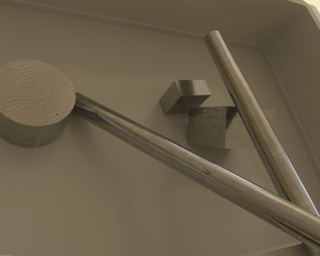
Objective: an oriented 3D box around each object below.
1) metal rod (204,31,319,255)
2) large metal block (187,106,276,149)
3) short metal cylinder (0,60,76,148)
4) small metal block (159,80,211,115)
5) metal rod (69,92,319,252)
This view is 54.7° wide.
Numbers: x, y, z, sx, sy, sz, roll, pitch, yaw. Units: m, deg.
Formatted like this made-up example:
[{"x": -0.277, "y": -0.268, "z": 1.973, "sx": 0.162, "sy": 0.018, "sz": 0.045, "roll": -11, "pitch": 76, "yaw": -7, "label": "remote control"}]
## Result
[{"x": 0.107, "y": -0.002, "z": 0.338, "sx": 0.025, "sy": 0.025, "sz": 0.299, "roll": 3, "pitch": 52, "yaw": -27, "label": "metal rod"}, {"x": 0.093, "y": -0.001, "z": 0.414, "sx": 0.081, "sy": 0.080, "sz": 0.050, "roll": 2, "pitch": 91, "yaw": -28, "label": "large metal block"}, {"x": -0.137, "y": -0.025, "z": 0.332, "sx": 0.081, "sy": 0.050, "sz": 0.080, "roll": 14, "pitch": 56, "yaw": -21, "label": "short metal cylinder"}, {"x": 0.034, "y": -0.043, "z": 0.436, "sx": 0.050, "sy": 0.050, "sz": 0.025, "roll": -6, "pitch": 65, "yaw": -31, "label": "small metal block"}, {"x": 0.017, "y": 0.029, "z": 0.308, "sx": 0.300, "sy": 0.025, "sz": 0.025, "roll": 27, "pitch": 46, "yaw": 26, "label": "metal rod"}]
